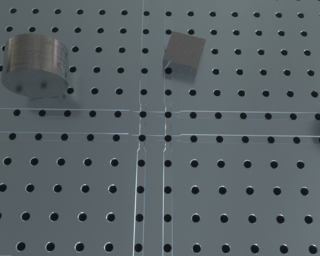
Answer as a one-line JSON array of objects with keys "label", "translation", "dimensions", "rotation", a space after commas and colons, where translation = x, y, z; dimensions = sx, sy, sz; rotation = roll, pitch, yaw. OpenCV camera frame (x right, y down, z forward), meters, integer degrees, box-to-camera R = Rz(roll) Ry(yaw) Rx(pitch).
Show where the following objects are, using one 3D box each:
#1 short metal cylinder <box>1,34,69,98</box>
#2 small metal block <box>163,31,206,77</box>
[{"label": "short metal cylinder", "translation": [-0.162, -0.079, 0.410], "dimensions": [0.081, 0.080, 0.050], "rotation": [-4, 70, -2]}, {"label": "small metal block", "translation": [0.035, -0.108, 0.452], "dimensions": [0.050, 0.025, 0.050], "rotation": [16, 71, 5]}]
